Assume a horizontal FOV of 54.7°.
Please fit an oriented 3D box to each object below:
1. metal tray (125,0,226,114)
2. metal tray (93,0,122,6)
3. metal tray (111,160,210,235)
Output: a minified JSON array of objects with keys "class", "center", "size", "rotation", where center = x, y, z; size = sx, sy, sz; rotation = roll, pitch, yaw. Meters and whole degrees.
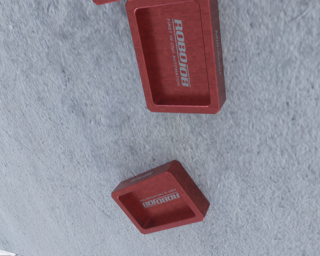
[{"class":"metal tray","center":[0.020,-0.080,0.341],"size":[0.090,0.030,0.129],"rotation":[3,120,26]},{"class":"metal tray","center":[-0.018,-0.179,0.301],"size":[0.130,0.030,0.089],"rotation":[0,119,27]},{"class":"metal tray","center":[-0.002,0.109,0.470],"size":[0.130,0.030,0.090],"rotation":[-28,104,37]}]
